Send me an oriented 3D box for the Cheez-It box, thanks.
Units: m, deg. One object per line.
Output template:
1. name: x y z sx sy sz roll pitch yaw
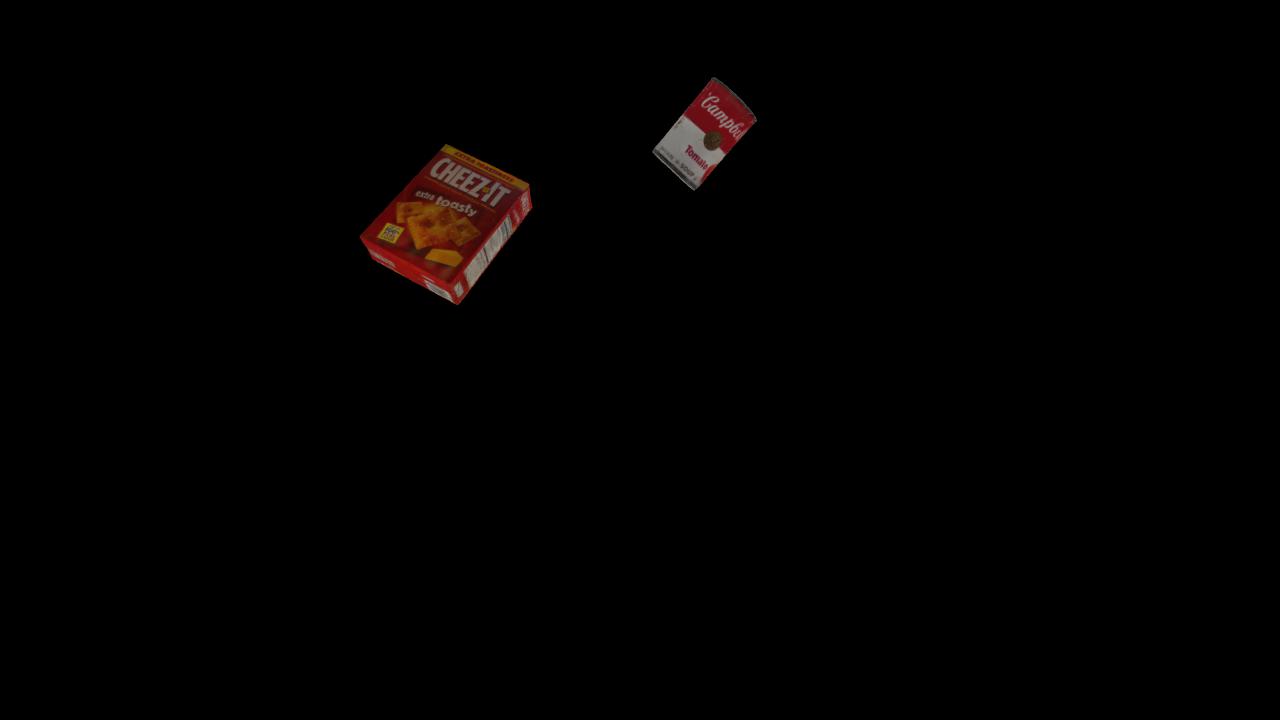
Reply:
1. Cheez-It box: -0.299 -0.219 0.976 0.166 0.223 0.071 28 -24 7

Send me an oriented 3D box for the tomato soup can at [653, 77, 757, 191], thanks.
1. tomato soup can: 0.070 -0.248 0.682 0.068 0.101 0.068 40 15 -13
